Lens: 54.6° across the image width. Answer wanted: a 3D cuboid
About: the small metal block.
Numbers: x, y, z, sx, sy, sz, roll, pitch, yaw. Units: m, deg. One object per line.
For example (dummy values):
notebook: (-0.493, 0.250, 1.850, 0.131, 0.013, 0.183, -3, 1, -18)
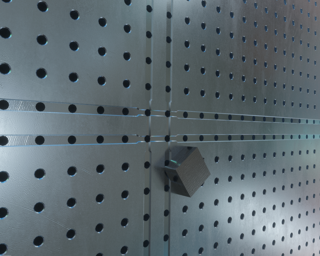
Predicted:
small metal block: (0.040, 0.061, 0.441, 0.050, 0.025, 0.050, -42, 115, -32)
